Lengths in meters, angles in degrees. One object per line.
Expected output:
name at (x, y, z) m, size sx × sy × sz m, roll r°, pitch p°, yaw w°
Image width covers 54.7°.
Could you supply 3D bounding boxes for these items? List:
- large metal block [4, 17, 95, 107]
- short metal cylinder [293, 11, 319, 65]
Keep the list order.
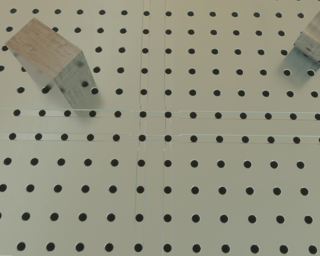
large metal block at (-0.141, -0.085, 0.412) m, size 0.080 × 0.080 × 0.050 m, roll 35°, pitch 74°, yaw 11°
short metal cylinder at (0.236, -0.135, 0.435) m, size 0.050 × 0.080 × 0.080 m, roll 42°, pitch 75°, yaw 13°
